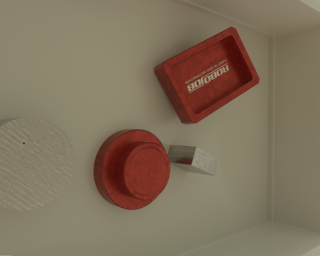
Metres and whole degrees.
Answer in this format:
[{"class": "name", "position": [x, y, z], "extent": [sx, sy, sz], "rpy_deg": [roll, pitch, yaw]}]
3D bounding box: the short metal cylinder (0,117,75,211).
[{"class": "short metal cylinder", "position": [-0.127, 0.030, 0.285], "extent": [0.081, 0.050, 0.079], "rpy_deg": [0, 90, -40]}]

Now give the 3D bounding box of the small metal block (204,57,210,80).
[{"class": "small metal block", "position": [0.079, -0.089, 0.475], "extent": [0.050, 0.025, 0.050], "rpy_deg": [14, 81, -40]}]

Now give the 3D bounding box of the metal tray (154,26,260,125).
[{"class": "metal tray", "position": [0.068, -0.074, 0.432], "extent": [0.131, 0.030, 0.090], "rpy_deg": [-32, 99, -21]}]

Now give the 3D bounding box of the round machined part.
[{"class": "round machined part", "position": [-0.026, 0.050, 0.376], "extent": [0.099, 0.042, 0.097], "rpy_deg": [0, 90, -40]}]

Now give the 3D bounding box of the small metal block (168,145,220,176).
[{"class": "small metal block", "position": [0.045, 0.045, 0.431], "extent": [0.050, 0.050, 0.025], "rpy_deg": [28, 73, -37]}]
